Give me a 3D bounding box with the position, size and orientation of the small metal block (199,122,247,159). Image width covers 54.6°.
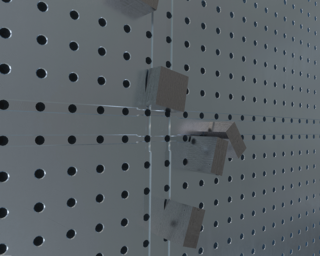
[{"bbox_3d":[0.096,0.018,0.472,0.025,0.050,0.050,-44,117,-31],"label":"small metal block"}]

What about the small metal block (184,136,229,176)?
[{"bbox_3d":[0.067,0.039,0.448,0.025,0.050,0.050,22,77,-38],"label":"small metal block"}]

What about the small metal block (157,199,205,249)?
[{"bbox_3d":[0.028,0.127,0.416,0.025,0.050,0.050,26,74,-37],"label":"small metal block"}]

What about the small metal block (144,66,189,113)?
[{"bbox_3d":[0.009,-0.050,0.415,0.050,0.025,0.050,13,82,-39],"label":"small metal block"}]

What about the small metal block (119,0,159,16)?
[{"bbox_3d":[-0.026,-0.178,0.386,0.050,0.025,0.050,17,79,-39],"label":"small metal block"}]
